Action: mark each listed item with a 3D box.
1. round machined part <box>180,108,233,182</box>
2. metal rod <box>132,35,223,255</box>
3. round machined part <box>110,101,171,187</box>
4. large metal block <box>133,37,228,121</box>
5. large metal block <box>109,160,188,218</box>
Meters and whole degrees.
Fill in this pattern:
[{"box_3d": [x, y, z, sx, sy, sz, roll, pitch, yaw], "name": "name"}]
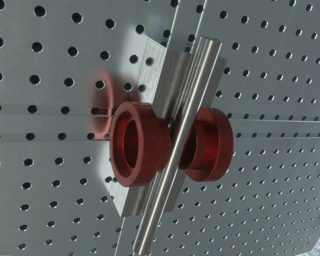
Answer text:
[{"box_3d": [0.048, 0.021, 0.402, 0.042, 0.098, 0.097, 4, 117, -25], "name": "round machined part"}, {"box_3d": [0.013, 0.039, 0.378, 0.025, 0.025, 0.298, 3, 117, -30], "name": "metal rod"}, {"box_3d": [-0.022, 0.018, 0.362, 0.042, 0.098, 0.097, 2, 118, -29], "name": "round machined part"}, {"box_3d": [0.022, -0.057, 0.371, 0.081, 0.050, 0.079, 2, 118, -30], "name": "large metal block"}, {"box_3d": [-0.017, 0.072, 0.430, 0.081, 0.050, 0.079, 3, 117, -30], "name": "large metal block"}]
